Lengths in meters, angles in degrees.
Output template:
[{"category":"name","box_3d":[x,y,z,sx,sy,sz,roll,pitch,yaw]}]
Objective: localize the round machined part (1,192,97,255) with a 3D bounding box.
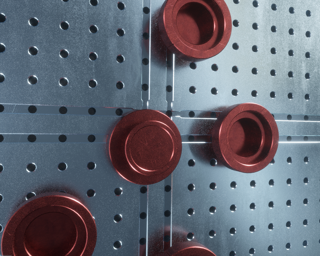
[{"category":"round machined part","box_3d":[-0.126,0.122,0.357,0.099,0.042,0.097,0,90,-20]}]

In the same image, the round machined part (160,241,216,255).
[{"category":"round machined part","box_3d":[0.033,0.200,0.416,0.099,0.042,0.097,0,90,-20]}]

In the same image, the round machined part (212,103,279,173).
[{"category":"round machined part","box_3d":[0.118,0.014,0.447,0.099,0.042,0.097,0,90,-20]}]

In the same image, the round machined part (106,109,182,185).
[{"category":"round machined part","box_3d":[-0.016,0.024,0.397,0.099,0.042,0.097,0,90,-20]}]

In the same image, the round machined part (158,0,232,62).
[{"category":"round machined part","box_3d":[0.044,-0.138,0.419,0.099,0.042,0.097,0,90,-20]}]
